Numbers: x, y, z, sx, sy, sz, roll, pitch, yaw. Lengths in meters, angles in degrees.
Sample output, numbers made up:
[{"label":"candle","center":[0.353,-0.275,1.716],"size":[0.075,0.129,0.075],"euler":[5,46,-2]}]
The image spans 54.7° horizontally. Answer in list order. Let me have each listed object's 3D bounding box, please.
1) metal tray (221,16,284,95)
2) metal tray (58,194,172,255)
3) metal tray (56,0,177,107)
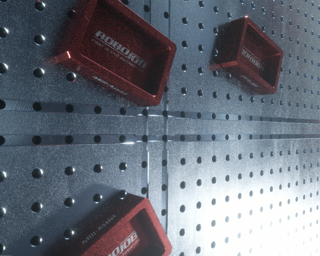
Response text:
[{"label":"metal tray","center":[0.167,-0.124,0.549],"size":[0.131,0.030,0.090],"euler":[24,75,-38]},{"label":"metal tray","center":[-0.051,0.153,0.364],"size":[0.131,0.030,0.090],"euler":[-37,113,-34]},{"label":"metal tray","center":[-0.045,-0.091,0.369],"size":[0.131,0.030,0.090],"euler":[27,73,-37]}]
